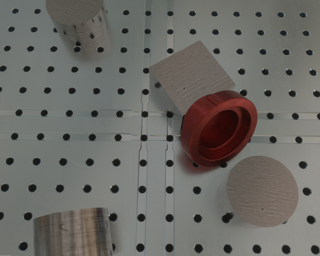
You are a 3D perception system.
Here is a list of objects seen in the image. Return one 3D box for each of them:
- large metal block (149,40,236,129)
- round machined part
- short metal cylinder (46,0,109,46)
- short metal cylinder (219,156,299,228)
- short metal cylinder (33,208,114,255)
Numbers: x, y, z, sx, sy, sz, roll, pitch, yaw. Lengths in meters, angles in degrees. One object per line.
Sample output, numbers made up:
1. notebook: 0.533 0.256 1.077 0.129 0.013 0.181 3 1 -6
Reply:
1. large metal block: 0.041 -0.058 0.420 0.080 0.050 0.080 -30 73 -11
2. round machined part: 0.068 -0.003 0.382 0.098 0.098 0.042 -30 43 -10
3. short metal cylinder: -0.120 -0.170 0.459 0.081 0.050 0.080 0 70 0
4. short metal cylinder: 0.115 0.078 0.371 0.081 0.050 0.080 0 70 0
5. short metal cylinder: -0.094 0.120 0.338 0.081 0.080 0.050 -10 71 -4
